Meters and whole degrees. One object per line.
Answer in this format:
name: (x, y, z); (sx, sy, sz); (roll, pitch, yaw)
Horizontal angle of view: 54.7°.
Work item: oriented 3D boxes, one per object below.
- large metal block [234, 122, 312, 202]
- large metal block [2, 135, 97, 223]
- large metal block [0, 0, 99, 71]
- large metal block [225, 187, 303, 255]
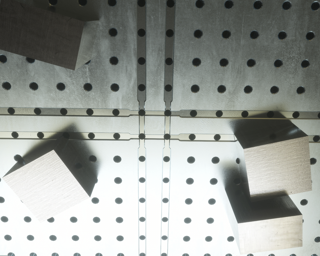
large metal block: (0.152, 0.046, 0.419); (0.080, 0.050, 0.079); (-12, 110, 4)
large metal block: (-0.147, 0.069, 0.423); (0.080, 0.050, 0.080); (-28, 108, 9)
large metal block: (-0.119, -0.106, 0.343); (0.080, 0.080, 0.050); (15, 109, -6)
large metal block: (0.141, 0.123, 0.431); (0.080, 0.080, 0.050); (-8, 110, 3)
